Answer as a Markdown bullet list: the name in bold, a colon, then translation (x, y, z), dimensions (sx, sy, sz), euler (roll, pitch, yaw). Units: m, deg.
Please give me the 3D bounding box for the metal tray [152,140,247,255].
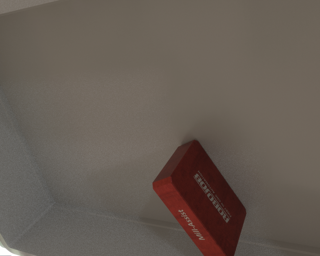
- **metal tray**: translation (0.055, 0.091, 0.393), dimensions (0.030, 0.090, 0.130), euler (-27, 103, 37)
